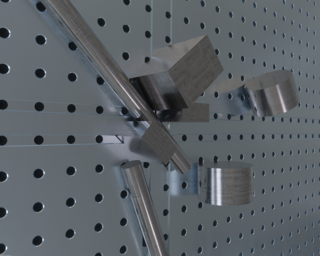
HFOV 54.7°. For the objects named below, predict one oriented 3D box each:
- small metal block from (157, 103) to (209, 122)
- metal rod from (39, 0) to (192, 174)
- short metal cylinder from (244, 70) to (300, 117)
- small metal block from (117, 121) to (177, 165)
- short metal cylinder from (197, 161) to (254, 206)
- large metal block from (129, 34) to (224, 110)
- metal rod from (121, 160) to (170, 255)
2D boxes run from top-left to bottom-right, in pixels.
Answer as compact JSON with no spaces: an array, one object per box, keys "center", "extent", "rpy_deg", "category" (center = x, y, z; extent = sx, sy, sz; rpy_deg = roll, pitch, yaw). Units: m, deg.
[{"center":[0.031,-0.020,0.418],"extent":[0.050,0.050,0.025],"rpy_deg":[1,90,-40],"category":"small metal block"},{"center":[-0.046,-0.050,0.369],"extent":[0.025,0.025,0.300],"rpy_deg":[-52,121,-27],"category":"metal rod"},{"center":[0.193,-0.061,0.534],"extent":[0.080,0.080,0.050],"rpy_deg":[-38,113,-34],"category":"short metal cylinder"},{"center":[-0.016,0.018,0.379],"extent":[0.050,0.050,0.025],"rpy_deg":[50,60,-28],"category":"small metal block"},{"center":[0.095,0.078,0.453],"extent":[0.081,0.080,0.050],"rpy_deg":[-2,92,-40],"category":"short metal cylinder"},{"center":[0.018,-0.067,0.388],"extent":[0.080,0.080,0.050],"rpy_deg":[-47,118,-30],"category":"large metal block"},{"center":[0.004,0.184,0.412],"extent":[0.025,0.025,0.298],"rpy_deg":[-26,107,-37],"category":"metal rod"}]
